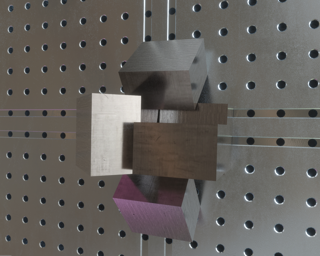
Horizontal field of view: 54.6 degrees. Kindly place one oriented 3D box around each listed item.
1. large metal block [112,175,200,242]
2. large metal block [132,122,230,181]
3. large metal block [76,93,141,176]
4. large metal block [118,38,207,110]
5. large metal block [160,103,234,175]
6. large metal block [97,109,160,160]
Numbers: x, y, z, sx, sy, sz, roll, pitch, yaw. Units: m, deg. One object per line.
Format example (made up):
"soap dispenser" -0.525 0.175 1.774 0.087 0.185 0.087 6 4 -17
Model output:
"large metal block" 0.000 0.091 0.378 0.080 0.050 0.080 2 136 20
"large metal block" 0.026 0.020 0.321 0.080 0.080 0.050 2 91 20
"large metal block" -0.060 0.006 0.343 0.050 0.080 0.080 1 91 -25
"large metal block" 0.008 -0.066 0.373 0.080 0.080 0.050 2 129 20
"large metal block" 0.045 0.011 0.383 0.080 0.050 0.080 3 91 20
"large metal block" -0.035 0.006 0.412 0.080 0.050 0.080 7 93 20
